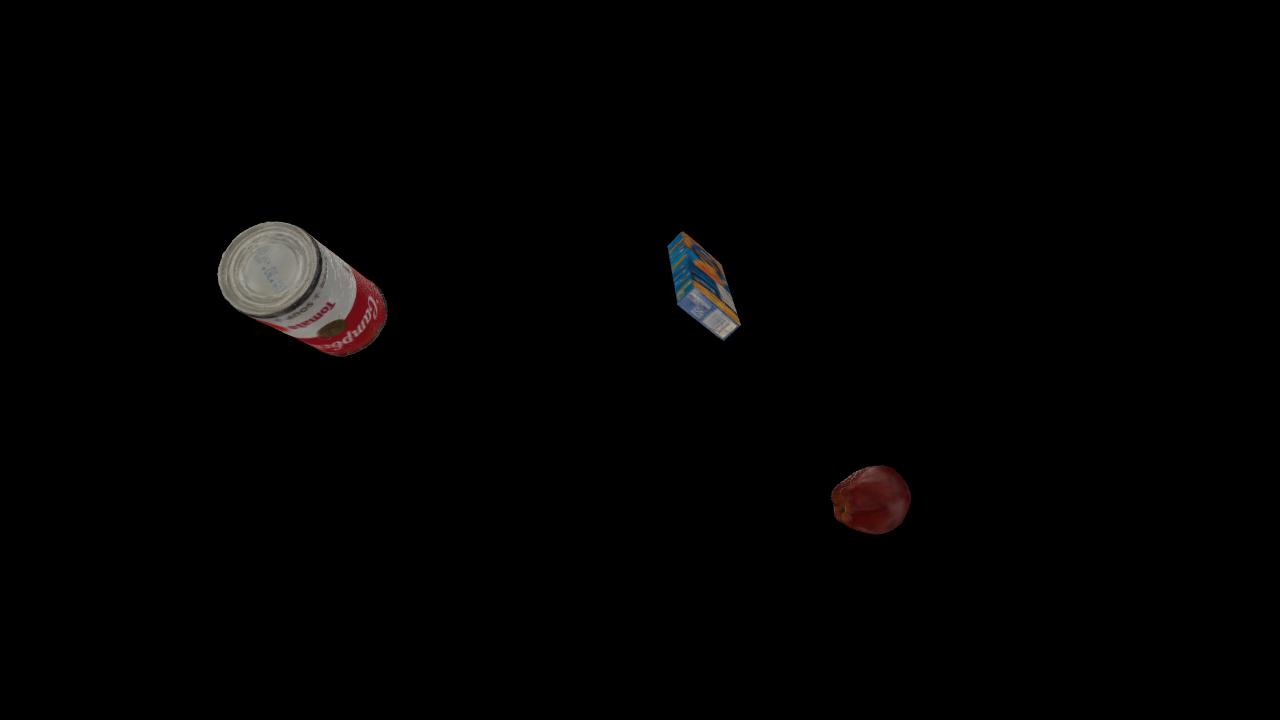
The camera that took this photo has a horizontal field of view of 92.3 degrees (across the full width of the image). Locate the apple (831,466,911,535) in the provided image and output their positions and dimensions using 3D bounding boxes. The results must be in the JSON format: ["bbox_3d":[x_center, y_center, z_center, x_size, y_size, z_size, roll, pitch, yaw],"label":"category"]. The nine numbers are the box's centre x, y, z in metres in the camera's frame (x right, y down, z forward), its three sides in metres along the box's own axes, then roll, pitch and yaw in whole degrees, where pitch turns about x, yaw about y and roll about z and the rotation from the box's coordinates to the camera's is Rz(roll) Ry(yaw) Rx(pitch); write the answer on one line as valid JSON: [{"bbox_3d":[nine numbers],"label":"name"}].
[{"bbox_3d":[0.279,0.169,0.742,0.093,0.079,0.079,-10,4,-25],"label":"apple"}]

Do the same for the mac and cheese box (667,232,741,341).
[{"bbox_3d":[0.089,-0.111,0.891,0.093,0.041,0.184,34,27,-24],"label":"mac and cheese box"}]

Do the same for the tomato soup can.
[{"bbox_3d":[-0.235,-0.048,0.440,0.068,0.068,0.101,0,-14,2],"label":"tomato soup can"}]
